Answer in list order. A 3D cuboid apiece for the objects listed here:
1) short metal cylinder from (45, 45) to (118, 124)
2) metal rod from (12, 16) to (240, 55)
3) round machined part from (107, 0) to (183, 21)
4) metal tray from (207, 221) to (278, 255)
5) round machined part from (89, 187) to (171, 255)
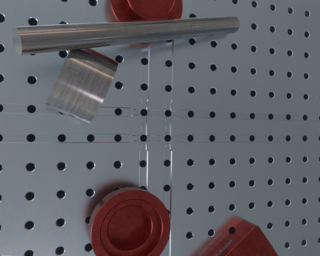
[{"bbox_3d":[-0.088,-0.051,0.351,0.050,0.080,0.080,25,82,-18],"label":"short metal cylinder"},{"bbox_3d":[-0.011,-0.114,0.364,0.302,0.025,0.025,-18,96,-36],"label":"metal rod"},{"bbox_3d":[-0.015,-0.164,0.398,0.099,0.042,0.097,0,90,-20],"label":"round machined part"},{"bbox_3d":[0.111,0.213,0.452,0.131,0.030,0.090,-38,102,-16],"label":"metal tray"},{"bbox_3d":[-0.040,0.123,0.389,0.099,0.042,0.097,0,90,-20],"label":"round machined part"}]
